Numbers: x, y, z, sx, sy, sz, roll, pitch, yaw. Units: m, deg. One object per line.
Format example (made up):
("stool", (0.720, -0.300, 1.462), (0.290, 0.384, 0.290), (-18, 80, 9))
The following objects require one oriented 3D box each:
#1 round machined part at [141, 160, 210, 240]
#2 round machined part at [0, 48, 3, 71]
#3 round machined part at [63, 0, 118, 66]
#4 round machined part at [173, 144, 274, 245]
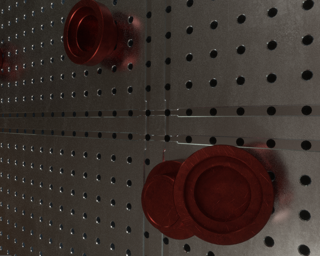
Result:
("round machined part", (0.015, 0.089, 0.384), (0.098, 0.042, 0.097), (0, 90, 39))
("round machined part", (-0.407, -0.162, 0.729), (0.098, 0.042, 0.097), (0, 90, 39))
("round machined part", (-0.104, -0.145, 0.481), (0.098, 0.042, 0.097), (0, 90, 39))
("round machined part", (0.065, 0.068, 0.325), (0.098, 0.042, 0.097), (-2, 79, 11))
